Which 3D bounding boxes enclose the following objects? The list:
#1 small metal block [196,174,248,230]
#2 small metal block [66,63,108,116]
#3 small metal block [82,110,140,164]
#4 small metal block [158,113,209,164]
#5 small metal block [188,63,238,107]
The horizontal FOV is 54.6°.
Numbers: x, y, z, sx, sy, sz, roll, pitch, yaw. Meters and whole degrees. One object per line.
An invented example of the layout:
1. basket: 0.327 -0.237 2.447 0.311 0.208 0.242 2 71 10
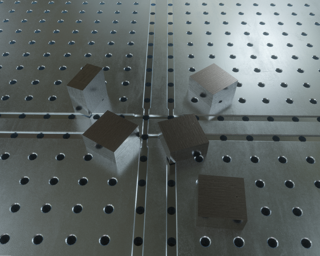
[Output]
1. small metal block: 0.066 0.081 0.340 0.050 0.025 0.050 4 50 3
2. small metal block: -0.101 -0.054 0.436 0.025 0.050 0.050 19 53 15
3. small metal block: -0.062 0.011 0.399 0.050 0.025 0.050 26 55 20
4. small metal block: 0.029 0.013 0.397 0.050 0.025 0.050 -14 51 -12
5. small metal block: 0.079 -0.065 0.463 0.050 0.025 0.050 -31 57 -23
